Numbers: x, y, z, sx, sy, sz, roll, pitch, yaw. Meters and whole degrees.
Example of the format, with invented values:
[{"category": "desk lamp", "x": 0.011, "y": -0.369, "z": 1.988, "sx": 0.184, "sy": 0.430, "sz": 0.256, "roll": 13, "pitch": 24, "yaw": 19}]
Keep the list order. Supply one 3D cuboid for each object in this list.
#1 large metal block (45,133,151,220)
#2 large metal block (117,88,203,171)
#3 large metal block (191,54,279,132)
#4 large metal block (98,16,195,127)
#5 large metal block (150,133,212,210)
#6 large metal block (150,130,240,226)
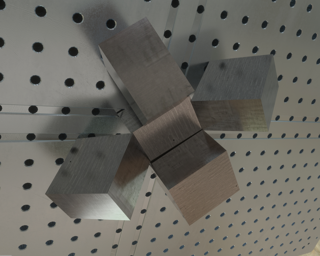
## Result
[{"category": "large metal block", "x": -0.067, "y": 0.055, "z": 0.353, "sx": 0.080, "sy": 0.080, "sz": 0.050, "roll": -6, "pitch": 133, "yaw": 25}, {"category": "large metal block", "x": 0.005, "y": 0.000, "z": 0.397, "sx": 0.080, "sy": 0.050, "sz": 0.080, "roll": -33, "pitch": 129, "yaw": -7}, {"category": "large metal block", "x": 0.094, "y": -0.042, "z": 0.380, "sx": 0.080, "sy": 0.080, "sz": 0.050, "roll": -63, "pitch": 140, "yaw": -36}, {"category": "large metal block", "x": -0.015, "y": -0.051, "z": 0.315, "sx": 0.050, "sy": 0.080, "sz": 0.080, "roll": -33, "pitch": 90, "yaw": -7}, {"category": "large metal block", "x": 0.034, "y": 0.057, "z": 0.447, "sx": 0.080, "sy": 0.050, "sz": 0.080, "roll": -33, "pitch": 128, "yaw": -8}, {"category": "large metal block", "x": 0.046, "y": 0.063, "z": 0.392, "sx": 0.080, "sy": 0.050, "sz": 0.080, "roll": -33, "pitch": 130, "yaw": -8}]
